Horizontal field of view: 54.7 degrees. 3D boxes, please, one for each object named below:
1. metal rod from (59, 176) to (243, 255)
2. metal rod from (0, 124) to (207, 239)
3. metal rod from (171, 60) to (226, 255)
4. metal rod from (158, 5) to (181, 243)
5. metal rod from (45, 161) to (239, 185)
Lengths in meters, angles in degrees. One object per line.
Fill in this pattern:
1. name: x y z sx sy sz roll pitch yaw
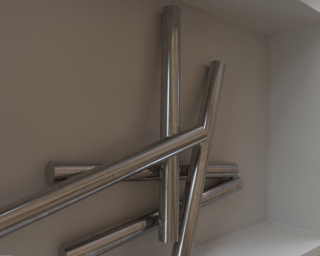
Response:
1. metal rod: 0.014 0.114 0.419 0.302 0.025 0.025 -11 97 -40
2. metal rod: -0.067 0.054 0.317 0.302 0.025 0.025 -22 104 -32
3. metal rod: 0.056 0.037 0.428 0.025 0.025 0.299 31 63 -36
4. metal rod: 0.013 -0.012 0.395 0.025 0.025 0.298 9 78 -40
5. metal rod: 0.004 0.057 0.410 0.302 0.025 0.025 6 87 -40
